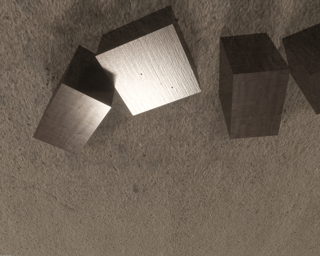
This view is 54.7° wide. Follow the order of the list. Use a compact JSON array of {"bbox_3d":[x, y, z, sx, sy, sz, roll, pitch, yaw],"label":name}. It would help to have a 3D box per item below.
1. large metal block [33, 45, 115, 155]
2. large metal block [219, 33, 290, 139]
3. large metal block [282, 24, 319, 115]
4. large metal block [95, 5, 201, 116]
[{"bbox_3d":[-0.091,-0.031,0.343,0.050,0.080,0.080,27,125,-21],"label":"large metal block"},{"bbox_3d":[0.095,-0.046,0.333,0.050,0.080,0.080,-5,130,4],"label":"large metal block"},{"bbox_3d":[0.182,-0.069,0.315,0.080,0.080,0.050,-20,128,16],"label":"large metal block"},{"bbox_3d":[-0.010,-0.070,0.331,0.080,0.050,0.080,-19,128,15],"label":"large metal block"}]
